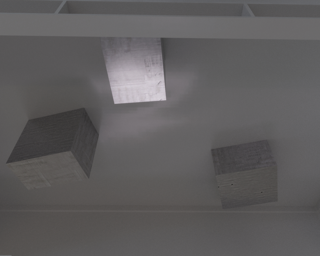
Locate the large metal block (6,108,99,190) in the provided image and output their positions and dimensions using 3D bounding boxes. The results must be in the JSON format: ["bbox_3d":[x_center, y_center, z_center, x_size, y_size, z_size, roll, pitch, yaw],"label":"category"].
[{"bbox_3d":[-0.131,0.025,0.393,0.080,0.080,0.050,-12,129,9],"label":"large metal block"}]

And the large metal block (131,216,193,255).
[{"bbox_3d":[0.004,0.219,0.582,0.080,0.050,0.080,-34,123,25],"label":"large metal block"}]

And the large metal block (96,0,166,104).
[{"bbox_3d":[-0.023,-0.081,0.304,0.050,0.080,0.080,-4,130,3],"label":"large metal block"}]

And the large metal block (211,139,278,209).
[{"bbox_3d":[0.123,0.069,0.453,0.080,0.050,0.080,-11,130,9],"label":"large metal block"}]
